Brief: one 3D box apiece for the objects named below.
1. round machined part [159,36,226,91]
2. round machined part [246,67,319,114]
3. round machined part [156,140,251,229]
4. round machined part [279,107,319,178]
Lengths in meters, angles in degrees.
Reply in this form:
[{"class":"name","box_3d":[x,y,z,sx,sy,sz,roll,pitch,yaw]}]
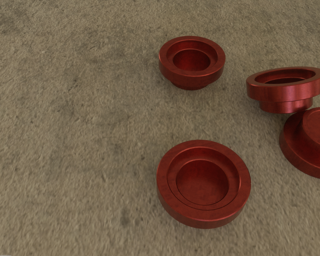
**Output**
[{"class":"round machined part","box_3d":[0.047,-0.095,0.473,0.099,0.042,0.098,0,50,0]},{"class":"round machined part","box_3d":[0.169,-0.050,0.419,0.099,0.042,0.098,-10,21,4]},{"class":"round machined part","box_3d":[0.046,0.064,0.339,0.099,0.042,0.098,0,50,0]},{"class":"round machined part","box_3d":[0.205,0.012,0.385,0.099,0.042,0.098,0,50,0]}]
